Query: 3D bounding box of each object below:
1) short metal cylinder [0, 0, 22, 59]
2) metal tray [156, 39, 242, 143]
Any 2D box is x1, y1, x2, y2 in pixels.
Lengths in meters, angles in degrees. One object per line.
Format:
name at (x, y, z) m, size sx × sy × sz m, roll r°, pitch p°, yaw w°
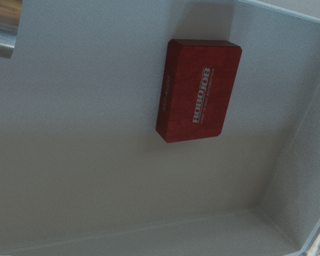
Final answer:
short metal cylinder at (-0.138, -0.098, 0.237) m, size 0.050 × 0.080 × 0.079 m, roll 7°, pitch 115°, yaw -32°
metal tray at (0.048, -0.047, 0.405) m, size 0.091 × 0.030 × 0.129 m, roll -6°, pitch 121°, yaw -26°
